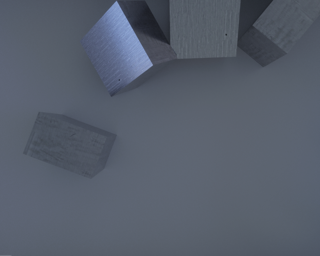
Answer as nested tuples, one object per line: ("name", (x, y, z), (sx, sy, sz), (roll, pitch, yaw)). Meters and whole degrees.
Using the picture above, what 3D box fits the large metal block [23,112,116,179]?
("large metal block", (-0.105, 0.019, 0.383), (0.080, 0.080, 0.050), (21, 90, 0))

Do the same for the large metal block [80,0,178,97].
("large metal block", (-0.039, -0.096, 0.378), (0.080, 0.050, 0.080), (-29, 90, 41))

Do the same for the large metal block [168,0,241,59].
("large metal block", (0.051, -0.133, 0.383), (0.080, 0.050, 0.079), (-2, 118, 0))

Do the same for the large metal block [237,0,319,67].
("large metal block", (0.148, -0.129, 0.385), (0.050, 0.080, 0.080), (40, 90, 0))
